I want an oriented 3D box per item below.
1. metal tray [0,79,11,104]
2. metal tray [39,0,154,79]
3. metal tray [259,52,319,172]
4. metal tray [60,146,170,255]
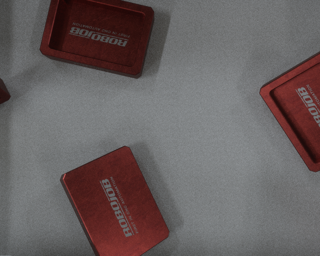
[{"bbox_3d":[-0.243,-0.048,0.348,0.090,0.130,0.030,-30,76,-9],"label":"metal tray"},{"bbox_3d":[-0.080,-0.124,0.407,0.131,0.030,0.089,13,90,-1],"label":"metal tray"},{"bbox_3d":[0.200,-0.020,0.391,0.090,0.030,0.130,-33,91,29],"label":"metal tray"},{"bbox_3d":[-0.056,0.099,0.389,0.091,0.030,0.129,-25,90,-27],"label":"metal tray"}]
